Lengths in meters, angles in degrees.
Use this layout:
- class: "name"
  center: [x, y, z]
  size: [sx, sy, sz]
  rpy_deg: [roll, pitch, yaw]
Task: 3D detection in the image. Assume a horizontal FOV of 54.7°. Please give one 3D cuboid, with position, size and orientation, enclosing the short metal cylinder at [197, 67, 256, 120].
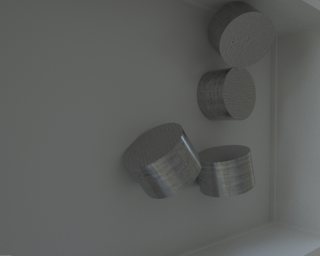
- class: "short metal cylinder"
  center: [0.103, -0.051, 0.476]
  size: [0.081, 0.050, 0.080]
  rpy_deg: [-1, 91, -40]

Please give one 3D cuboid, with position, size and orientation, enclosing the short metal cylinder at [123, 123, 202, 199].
- class: "short metal cylinder"
  center: [0.003, 0.038, 0.373]
  size: [0.080, 0.080, 0.050]
  rpy_deg: [-47, 118, -30]

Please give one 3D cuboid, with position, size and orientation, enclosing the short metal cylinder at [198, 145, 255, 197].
- class: "short metal cylinder"
  center: [0.093, 0.060, 0.449]
  size: [0.081, 0.080, 0.050]
  rpy_deg: [-19, 103, -38]

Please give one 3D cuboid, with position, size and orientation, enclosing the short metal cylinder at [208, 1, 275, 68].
- class: "short metal cylinder"
  center: [0.115, -0.134, 0.445]
  size: [0.081, 0.050, 0.079]
  rpy_deg: [-8, 128, -9]
